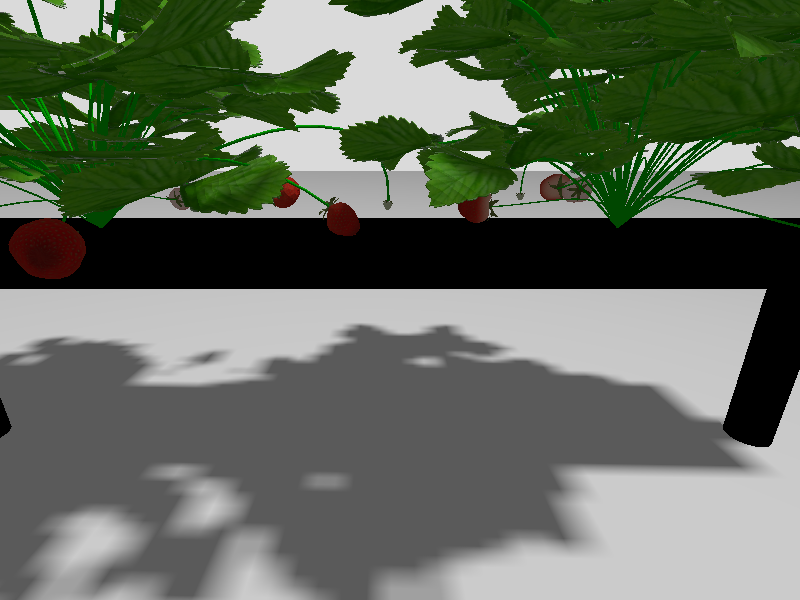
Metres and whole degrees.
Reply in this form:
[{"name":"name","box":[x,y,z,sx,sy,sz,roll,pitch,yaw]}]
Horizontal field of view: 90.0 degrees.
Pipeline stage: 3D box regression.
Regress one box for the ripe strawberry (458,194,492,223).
[{"name":"ripe strawberry","box":[0.069,-0.088,0.370,0.030,0.032,0.028,4,20,12]}]

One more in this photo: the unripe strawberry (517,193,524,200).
[{"name":"unripe strawberry","box":[0.160,-0.137,0.533,0.009,0.010,0.010,-3,20,-8]}]

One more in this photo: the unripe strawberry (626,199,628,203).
[{"name":"unripe strawberry","box":[0.267,-0.120,0.485,0.016,0.016,0.014,10,22,26]}]

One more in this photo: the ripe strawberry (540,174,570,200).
[{"name":"ripe strawberry","box":[0.218,-0.159,0.564,0.042,0.036,0.042,2,19,6]}]

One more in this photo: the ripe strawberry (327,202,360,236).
[{"name":"ripe strawberry","box":[-0.043,-0.061,0.306,0.027,0.023,0.027,42,22,-5]}]

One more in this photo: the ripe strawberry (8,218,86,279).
[{"name":"ripe strawberry","box":[-0.172,-0.024,0.196,0.029,0.030,0.031,-11,23,-27]}]

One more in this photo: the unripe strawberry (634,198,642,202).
[{"name":"unripe strawberry","box":[0.285,-0.117,0.477,0.011,0.011,0.010,13,23,32]}]

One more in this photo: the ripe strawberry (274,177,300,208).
[{"name":"ripe strawberry","box":[-0.137,-0.131,0.481,0.034,0.039,0.037,16,24,37]}]

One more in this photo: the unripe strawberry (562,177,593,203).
[{"name":"unripe strawberry","box":[0.234,-0.146,0.532,0.038,0.032,0.038,4,13,12]}]

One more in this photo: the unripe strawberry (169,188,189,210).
[{"name":"unripe strawberry","box":[-0.258,-0.120,0.475,0.024,0.025,0.026,0,19,1]}]

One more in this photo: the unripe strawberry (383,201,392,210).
[{"name":"unripe strawberry","box":[-0.014,-0.107,0.454,0.010,0.010,0.011,-9,21,-23]}]
